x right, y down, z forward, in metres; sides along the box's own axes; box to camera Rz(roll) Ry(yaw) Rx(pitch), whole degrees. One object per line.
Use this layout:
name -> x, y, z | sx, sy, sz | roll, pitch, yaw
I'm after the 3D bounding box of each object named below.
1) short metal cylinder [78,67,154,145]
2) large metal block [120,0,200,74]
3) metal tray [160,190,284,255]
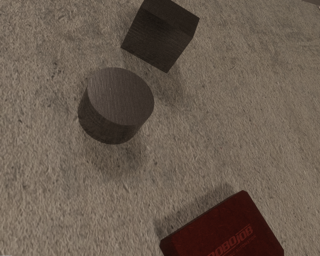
short metal cylinder -> -0.054, -0.026, 0.376 | 0.081, 0.050, 0.080 | 14, 56, -21
large metal block -> -0.001, -0.140, 0.455 | 0.080, 0.080, 0.050 | 28, 52, -11
metal tray -> 0.075, 0.139, 0.358 | 0.131, 0.030, 0.090 | -20, 72, -36
